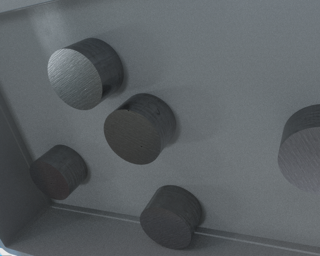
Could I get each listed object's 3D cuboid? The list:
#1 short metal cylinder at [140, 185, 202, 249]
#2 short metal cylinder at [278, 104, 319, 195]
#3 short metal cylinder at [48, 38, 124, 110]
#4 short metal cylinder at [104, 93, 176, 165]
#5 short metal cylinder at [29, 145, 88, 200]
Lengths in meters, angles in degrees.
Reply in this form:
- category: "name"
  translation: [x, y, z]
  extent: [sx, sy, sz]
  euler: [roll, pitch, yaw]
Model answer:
- category: "short metal cylinder"
  translation: [0.017, 0.133, 0.464]
  extent: [0.080, 0.050, 0.079]
  euler: [13, 124, 20]
- category: "short metal cylinder"
  translation: [0.167, 0.022, 0.318]
  extent: [0.080, 0.050, 0.079]
  euler: [13, 124, 20]
- category: "short metal cylinder"
  translation: [-0.094, -0.069, 0.397]
  extent: [0.080, 0.050, 0.079]
  euler: [13, 124, 20]
- category: "short metal cylinder"
  translation: [-0.025, 0.001, 0.405]
  extent: [0.080, 0.050, 0.079]
  euler: [13, 124, 20]
- category: "short metal cylinder"
  translation: [-0.172, 0.075, 0.527]
  extent: [0.080, 0.050, 0.079]
  euler: [13, 124, 20]
